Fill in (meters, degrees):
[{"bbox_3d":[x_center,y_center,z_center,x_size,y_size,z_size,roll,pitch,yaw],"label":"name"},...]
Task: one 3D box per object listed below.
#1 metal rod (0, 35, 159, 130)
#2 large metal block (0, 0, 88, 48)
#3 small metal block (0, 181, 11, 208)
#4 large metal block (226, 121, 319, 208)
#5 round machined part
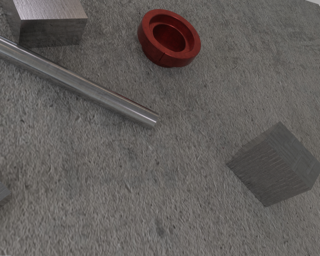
[{"bbox_3d":[-0.140,-0.072,0.372,0.301,0.025,0.025,26,53,-12],"label":"metal rod"},{"bbox_3d":[-0.151,-0.152,0.399,0.081,0.050,0.080,-16,70,-34],"label":"large metal block"},{"bbox_3d":[-0.172,0.060,0.275,0.050,0.025,0.050,45,51,3],"label":"small metal block"},{"bbox_3d":[0.153,0.051,0.420,0.080,0.080,0.050,48,51,5],"label":"large metal block"},{"bbox_3d":[0.010,-0.132,0.479,0.099,0.042,0.098,14,56,-21],"label":"round machined part"}]
